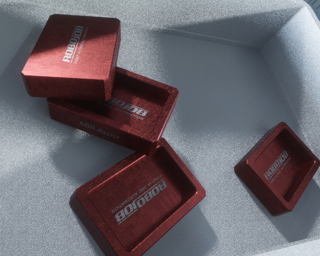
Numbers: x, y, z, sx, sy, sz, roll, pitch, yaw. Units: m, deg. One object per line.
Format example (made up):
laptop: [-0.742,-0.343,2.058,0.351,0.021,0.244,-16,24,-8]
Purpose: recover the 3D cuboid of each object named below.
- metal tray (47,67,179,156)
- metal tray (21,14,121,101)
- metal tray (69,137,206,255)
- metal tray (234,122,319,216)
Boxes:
metal tray: [-0.053,-0.030,0.370,0.131,0.030,0.090,21,52,4]
metal tray: [-0.098,-0.089,0.371,0.091,0.030,0.130,3,47,-3]
metal tray: [-0.020,0.077,0.345,0.131,0.030,0.090,-31,79,-38]
metal tray: [0.180,0.057,0.467,0.131,0.030,0.090,-35,81,-39]
